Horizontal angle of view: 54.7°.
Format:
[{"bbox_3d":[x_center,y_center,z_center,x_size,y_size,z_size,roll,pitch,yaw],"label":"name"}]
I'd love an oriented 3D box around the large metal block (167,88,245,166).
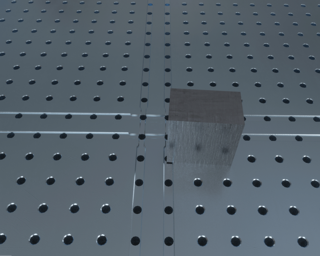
[{"bbox_3d":[0.050,0.001,0.372,0.080,0.080,0.050,3,50,2],"label":"large metal block"}]
